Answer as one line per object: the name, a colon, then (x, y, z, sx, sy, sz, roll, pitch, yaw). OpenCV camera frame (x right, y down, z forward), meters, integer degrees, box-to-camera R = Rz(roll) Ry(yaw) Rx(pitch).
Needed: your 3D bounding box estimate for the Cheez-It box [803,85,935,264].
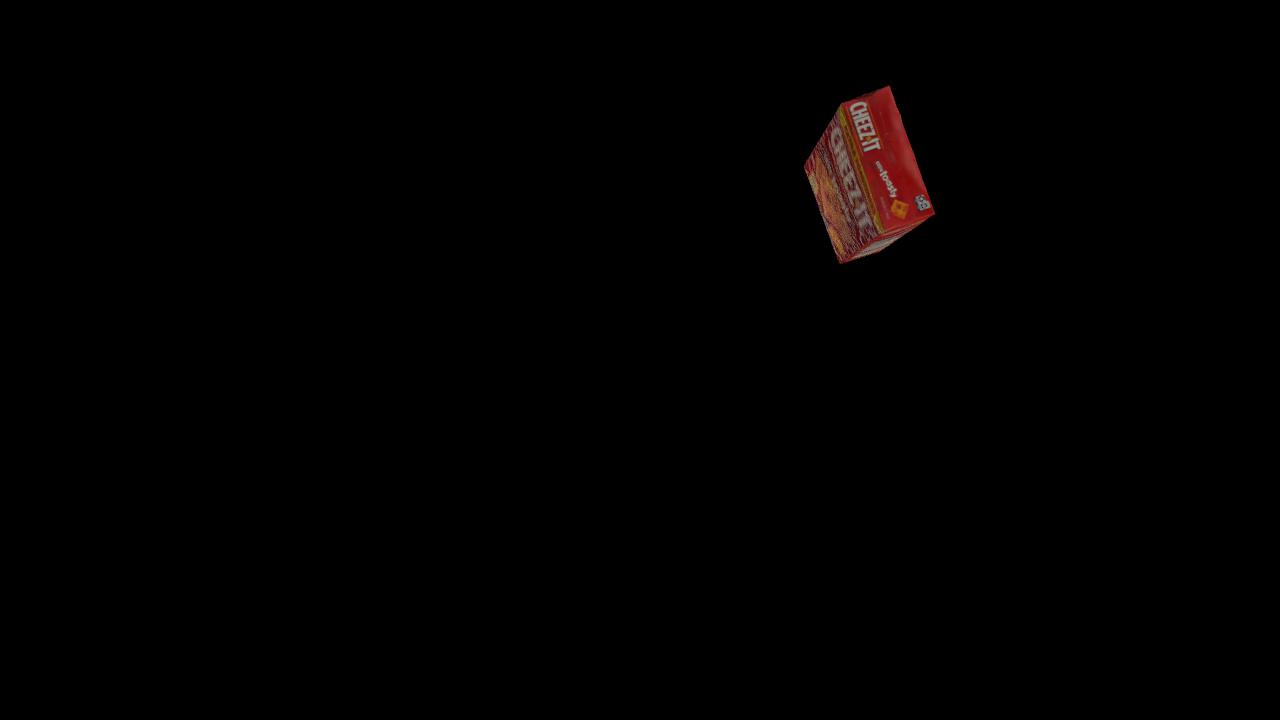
Cheez-It box: (0.297, -0.232, 0.824, 0.071, 0.166, 0.223, -19, -2, 3)
